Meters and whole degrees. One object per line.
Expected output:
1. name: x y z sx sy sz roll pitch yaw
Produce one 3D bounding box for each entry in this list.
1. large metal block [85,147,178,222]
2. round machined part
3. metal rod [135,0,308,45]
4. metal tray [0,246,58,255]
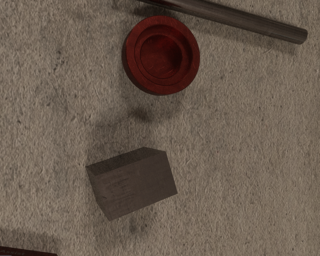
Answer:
1. large metal block: -0.037 0.061 0.367 0.081 0.080 0.050 -18 96 -19
2. round machined part: -0.002 -0.090 0.400 0.099 0.042 0.097 0 90 -21
3. metal rod: 0.085 -0.163 0.441 0.302 0.025 0.025 7 88 -20
4. metal tray: -0.187 0.179 0.338 0.131 0.030 0.090 17 84 -20
